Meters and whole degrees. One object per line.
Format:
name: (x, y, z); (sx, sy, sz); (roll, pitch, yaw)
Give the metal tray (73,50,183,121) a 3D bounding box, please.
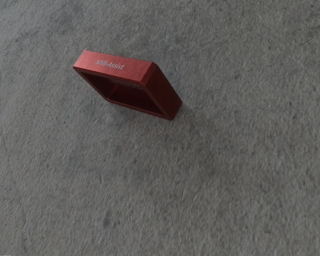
metal tray: (-0.044, -0.058, 0.419); (0.130, 0.090, 0.030); (18, 72, 34)
